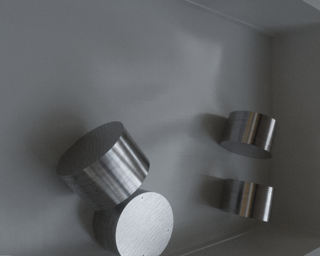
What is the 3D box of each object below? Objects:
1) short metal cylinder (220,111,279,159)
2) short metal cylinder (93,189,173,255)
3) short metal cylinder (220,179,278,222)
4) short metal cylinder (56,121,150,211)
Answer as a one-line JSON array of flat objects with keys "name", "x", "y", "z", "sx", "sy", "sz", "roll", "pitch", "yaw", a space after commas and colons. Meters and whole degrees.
[{"name": "short metal cylinder", "x": 0.141, "y": 0.012, "z": 0.489, "sx": 0.080, "sy": 0.080, "sz": 0.050, "roll": 29, "pitch": 72, "yaw": -36}, {"name": "short metal cylinder", "x": -0.031, "y": 0.111, "z": 0.365, "sx": 0.081, "sy": 0.050, "sz": 0.080, "roll": 0, "pitch": 90, "yaw": -40}, {"name": "short metal cylinder", "x": 0.139, "y": 0.113, "z": 0.487, "sx": 0.080, "sy": 0.080, "sz": 0.050, "roll": 21, "pitch": 77, "yaw": -38}, {"name": "short metal cylinder", "x": -0.058, "y": 0.038, "z": 0.322, "sx": 0.080, "sy": 0.080, "sz": 0.050, "roll": -48, "pitch": 119, "yaw": -29}]
